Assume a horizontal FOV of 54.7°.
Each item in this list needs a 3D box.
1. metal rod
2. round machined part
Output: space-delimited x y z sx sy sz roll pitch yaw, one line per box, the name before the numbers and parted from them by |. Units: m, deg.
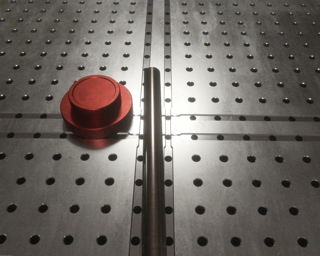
metal rod | -0.009 0.030 0.381 0.025 0.025 0.300 -1 50 -1
round machined part | -0.087 -0.036 0.425 0.099 0.042 0.098 0 50 0
